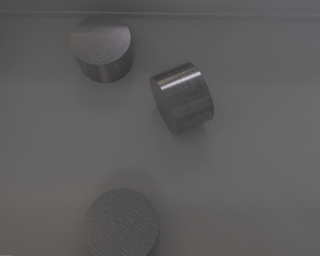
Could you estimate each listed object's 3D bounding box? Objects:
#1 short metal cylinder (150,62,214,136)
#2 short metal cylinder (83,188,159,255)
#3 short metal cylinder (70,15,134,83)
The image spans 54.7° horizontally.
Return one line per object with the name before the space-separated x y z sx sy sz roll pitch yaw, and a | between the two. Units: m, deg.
short metal cylinder | 0.027 -0.037 0.394 0.050 0.080 0.080 -24 72 -8
short metal cylinder | -0.042 0.113 0.355 0.081 0.050 0.080 0 70 0
short metal cylinder | -0.079 -0.110 0.436 0.081 0.050 0.080 0 70 0
